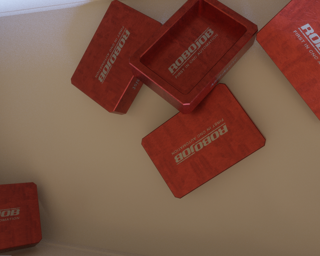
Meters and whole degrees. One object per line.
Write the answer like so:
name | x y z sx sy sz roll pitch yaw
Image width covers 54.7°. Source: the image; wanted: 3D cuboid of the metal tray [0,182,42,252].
metal tray | -0.238 0.127 0.427 0.030 0.131 0.090 -43 55 46

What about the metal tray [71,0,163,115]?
metal tray | -0.056 -0.095 0.419 0.090 0.030 0.129 36 101 25

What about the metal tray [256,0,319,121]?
metal tray | 0.174 -0.077 0.318 0.130 0.030 0.090 55 140 8

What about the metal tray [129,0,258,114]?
metal tray | 0.039 -0.091 0.366 0.090 0.030 0.130 40 78 15

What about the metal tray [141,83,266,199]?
metal tray | 0.053 0.017 0.389 0.130 0.030 0.090 -36 79 16
